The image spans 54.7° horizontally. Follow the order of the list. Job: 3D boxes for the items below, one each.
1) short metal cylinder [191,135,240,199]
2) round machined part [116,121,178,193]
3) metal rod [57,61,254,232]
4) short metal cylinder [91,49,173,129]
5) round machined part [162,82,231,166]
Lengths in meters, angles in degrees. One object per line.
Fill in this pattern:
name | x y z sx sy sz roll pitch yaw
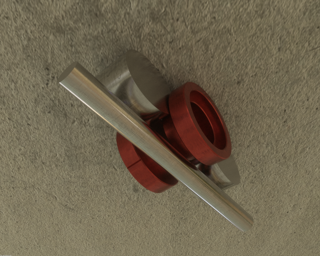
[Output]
short metal cylinder | 0.064 0.049 0.415 0.050 0.080 0.080 -32 124 24
round machined part | -0.005 0.027 0.382 0.042 0.098 0.098 -34 123 20
metal rod | 0.017 0.039 0.338 0.025 0.025 0.300 -33 124 24
short metal cylinder | -0.028 -0.038 0.339 0.050 0.080 0.080 -32 124 24
round machined part | 0.040 -0.001 0.361 0.042 0.098 0.098 -29 125 28
